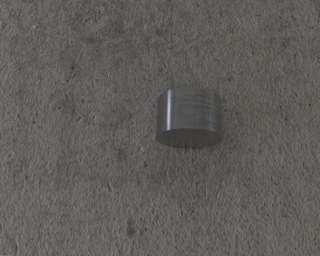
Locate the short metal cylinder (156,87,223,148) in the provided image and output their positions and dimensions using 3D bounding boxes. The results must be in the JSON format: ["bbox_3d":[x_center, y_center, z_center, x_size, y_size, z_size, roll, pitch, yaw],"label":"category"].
[{"bbox_3d":[0.036,-0.010,0.383,0.080,0.080,0.050,2,70,1],"label":"short metal cylinder"}]
